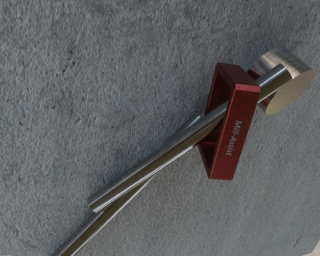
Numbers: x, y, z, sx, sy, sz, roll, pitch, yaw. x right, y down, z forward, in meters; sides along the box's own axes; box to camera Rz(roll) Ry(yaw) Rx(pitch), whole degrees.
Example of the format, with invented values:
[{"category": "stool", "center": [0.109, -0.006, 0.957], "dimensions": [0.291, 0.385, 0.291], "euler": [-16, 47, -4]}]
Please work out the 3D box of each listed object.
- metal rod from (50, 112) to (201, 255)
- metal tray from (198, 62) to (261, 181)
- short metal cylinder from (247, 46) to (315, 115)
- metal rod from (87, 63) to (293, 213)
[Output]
[{"category": "metal rod", "center": [-0.048, 0.093, 0.437], "dimensions": [0.300, 0.025, 0.025], "euler": [-45, 129, 3]}, {"category": "metal tray", "center": [0.083, -0.009, 0.401], "dimensions": [0.030, 0.090, 0.129], "euler": [6, 118, -7]}, {"category": "short metal cylinder", "center": [0.159, -0.063, 0.421], "dimensions": [0.080, 0.050, 0.080], "euler": [-28, 152, -16]}, {"category": "metal rod", "center": [0.029, 0.019, 0.395], "dimensions": [0.300, 0.025, 0.025], "euler": [-36, 130, 11]}]
